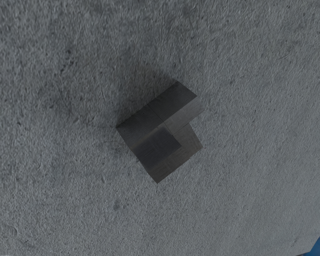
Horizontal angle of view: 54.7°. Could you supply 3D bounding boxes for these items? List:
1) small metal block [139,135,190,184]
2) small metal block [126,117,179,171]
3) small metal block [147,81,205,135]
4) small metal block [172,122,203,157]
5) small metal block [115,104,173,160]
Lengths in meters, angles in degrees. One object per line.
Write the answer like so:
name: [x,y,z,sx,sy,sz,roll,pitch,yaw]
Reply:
small metal block: [0.000,0.032,0.381,0.050,0.050,0.025,-37,130,-4]
small metal block: [-0.009,0.022,0.418,0.050,0.025,0.050,-37,130,-4]
small metal block: [0.019,-0.026,0.387,0.050,0.050,0.025,-37,130,-4]
small metal block: [0.026,0.005,0.411,0.025,0.050,0.050,-37,130,-4]
small metal block: [-0.021,0.004,0.384,0.050,0.050,0.025,-37,130,-4]
